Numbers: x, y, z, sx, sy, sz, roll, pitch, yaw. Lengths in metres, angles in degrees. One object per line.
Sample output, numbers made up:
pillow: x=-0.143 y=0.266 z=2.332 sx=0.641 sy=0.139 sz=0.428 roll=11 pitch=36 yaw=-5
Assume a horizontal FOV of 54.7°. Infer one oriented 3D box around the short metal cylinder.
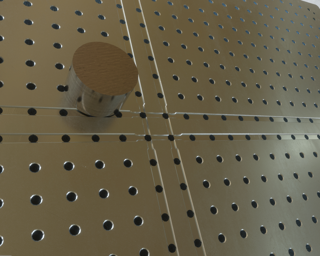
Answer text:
short metal cylinder: x=-0.074 y=-0.061 z=0.389 sx=0.081 sy=0.050 sz=0.080 roll=14 pitch=56 yaw=-21
